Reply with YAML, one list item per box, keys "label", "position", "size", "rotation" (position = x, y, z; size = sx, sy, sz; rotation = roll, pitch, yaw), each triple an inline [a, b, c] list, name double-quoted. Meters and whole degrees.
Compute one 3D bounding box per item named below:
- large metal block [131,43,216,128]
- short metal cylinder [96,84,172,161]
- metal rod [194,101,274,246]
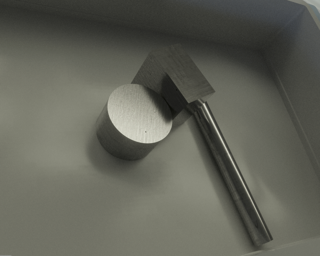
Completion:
- label: "large metal block"
  position: [0.012, -0.051, 0.410]
  size: [0.050, 0.080, 0.080]
  rotation: [-25, 76, -37]
- label: "short metal cylinder"
  position: [-0.032, -0.007, 0.378]
  size: [0.081, 0.050, 0.080]
  rotation: [14, 56, -21]
- label: "metal rod"
  position: [0.078, 0.014, 0.440]
  size: [0.025, 0.025, 0.299]
  rotation: [-9, 66, -32]
